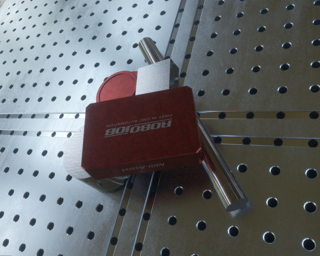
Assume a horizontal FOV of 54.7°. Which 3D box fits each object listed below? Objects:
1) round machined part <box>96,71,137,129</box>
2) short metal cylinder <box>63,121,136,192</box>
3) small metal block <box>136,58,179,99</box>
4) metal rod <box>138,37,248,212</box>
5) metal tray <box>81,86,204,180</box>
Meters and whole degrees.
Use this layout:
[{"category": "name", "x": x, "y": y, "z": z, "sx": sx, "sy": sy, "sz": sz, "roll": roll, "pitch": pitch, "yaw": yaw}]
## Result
[{"category": "round machined part", "x": -0.052, "y": -0.043, "z": 0.445, "sx": 0.098, "sy": 0.042, "sz": 0.098, "roll": -14, "pitch": 56, "yaw": 22}, {"category": "short metal cylinder", "x": -0.077, "y": 0.037, "z": 0.405, "sx": 0.080, "sy": 0.050, "sz": 0.080, "roll": -13, "pitch": 56, "yaw": 21}, {"category": "small metal block", "x": -0.003, "y": -0.059, "z": 0.411, "sx": 0.050, "sy": 0.025, "sz": 0.050, "roll": -12, "pitch": 59, "yaw": 27}, {"category": "metal rod", "x": 0.028, "y": -0.028, "z": 0.406, "sx": 0.025, "sy": 0.025, "sz": 0.300, "roll": -31, "pitch": 52, "yaw": 8}, {"category": "metal tray", "x": -0.021, "y": 0.005, "z": 0.359, "sx": 0.131, "sy": 0.030, "sz": 0.090, "roll": -9, "pitch": 57, "yaw": 8}]
